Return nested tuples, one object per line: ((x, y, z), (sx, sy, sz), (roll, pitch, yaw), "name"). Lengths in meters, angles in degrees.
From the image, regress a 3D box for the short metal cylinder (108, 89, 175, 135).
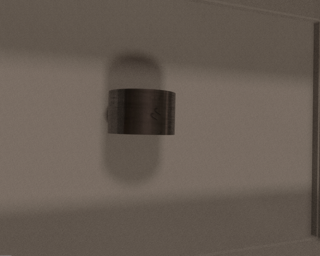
((-0.022, -0.018, 0.374), (0.081, 0.080, 0.050), (1, 90, -20), "short metal cylinder")
